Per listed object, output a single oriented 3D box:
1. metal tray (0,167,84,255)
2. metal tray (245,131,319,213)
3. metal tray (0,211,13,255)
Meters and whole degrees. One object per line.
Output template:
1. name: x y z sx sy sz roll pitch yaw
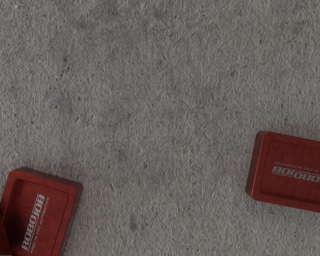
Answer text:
1. metal tray: -0.164 0.126 0.406 0.090 0.030 0.129 17 90 0
2. metal tray: 0.188 0.059 0.408 0.131 0.030 0.089 11 90 0
3. metal tray: -0.254 0.149 0.383 0.130 0.030 0.090 -24 80 12
